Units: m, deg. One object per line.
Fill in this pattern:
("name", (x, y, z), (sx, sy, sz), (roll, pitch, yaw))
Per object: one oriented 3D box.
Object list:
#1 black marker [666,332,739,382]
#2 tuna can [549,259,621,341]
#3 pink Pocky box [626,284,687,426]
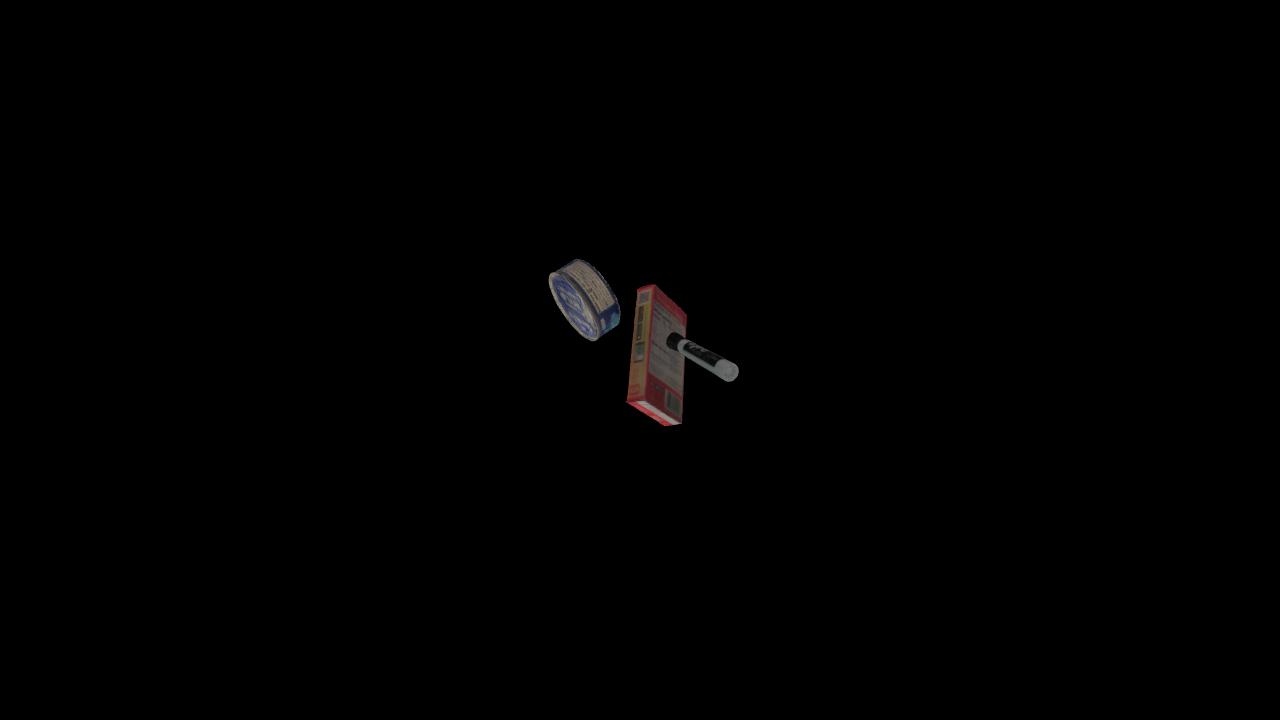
("black marker", (0.060, -0.006, 0.633), (0.020, 0.020, 0.121), (0, 17, -27))
("tuna can", (-0.058, -0.063, 0.646), (0.034, 0.084, 0.084), (-36, 14, -21))
("pink Pocky box", (0.023, -0.006, 0.744), (0.029, 0.155, 0.084), (-12, -30, 31))
